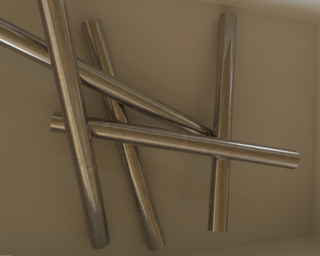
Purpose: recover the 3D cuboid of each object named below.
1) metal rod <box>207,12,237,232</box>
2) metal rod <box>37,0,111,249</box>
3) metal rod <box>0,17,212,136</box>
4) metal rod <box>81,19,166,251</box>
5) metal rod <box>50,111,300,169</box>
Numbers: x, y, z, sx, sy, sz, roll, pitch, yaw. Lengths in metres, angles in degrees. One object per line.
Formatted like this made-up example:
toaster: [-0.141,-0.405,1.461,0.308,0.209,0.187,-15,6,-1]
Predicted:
metal rod: [0.086,-0.016,0.421,0.025,0.025,0.299,9,78,-20]
metal rod: [-0.088,0.003,0.333,0.025,0.025,0.298,-14,112,-20]
metal rod: [-0.046,-0.042,0.367,0.302,0.025,0.025,25,82,-29]
metal rod: [-0.044,0.014,0.395,0.025,0.025,0.298,-18,96,-19]
metal rod: [0.025,0.017,0.378,0.302,0.025,0.025,9,87,-8]
